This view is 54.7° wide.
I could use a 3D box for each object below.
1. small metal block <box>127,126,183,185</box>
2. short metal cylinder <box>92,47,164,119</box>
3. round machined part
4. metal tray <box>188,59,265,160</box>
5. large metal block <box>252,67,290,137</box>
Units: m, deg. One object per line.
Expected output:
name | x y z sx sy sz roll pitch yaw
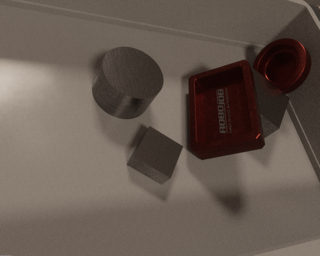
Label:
small metal block | -0.005 0.034 0.384 0.050 0.025 0.050 32 51 -8
short metal cylinder | -0.042 -0.058 0.404 0.081 0.050 0.080 14 56 -21
round machined part | 0.217 -0.103 0.545 0.042 0.098 0.098 18 53 -40
metal tray | 0.088 -0.027 0.429 0.030 0.090 0.130 47 37 -48
large metal block | 0.151 -0.037 0.496 0.080 0.050 0.080 38 51 -3
